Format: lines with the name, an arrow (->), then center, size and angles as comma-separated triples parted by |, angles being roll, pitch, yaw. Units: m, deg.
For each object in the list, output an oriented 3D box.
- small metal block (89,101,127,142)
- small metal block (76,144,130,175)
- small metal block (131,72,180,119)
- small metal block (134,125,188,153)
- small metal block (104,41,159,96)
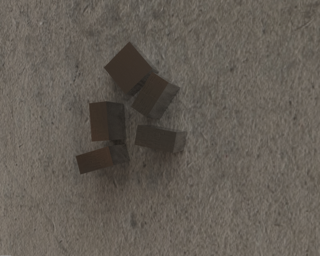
small metal block -> -0.070, -0.008, 0.419 | 0.025, 0.050, 0.050 | -5, 88, 20
small metal block -> -0.076, 0.042, 0.421 | 0.050, 0.050, 0.025 | -17, 85, 19
small metal block -> -0.004, -0.040, 0.396 | 0.025, 0.050, 0.050 | 36, 101, 16
small metal block -> 0.002, 0.013, 0.394 | 0.050, 0.050, 0.025 | 11, 94, 19
small metal block -> -0.039, -0.079, 0.422 | 0.050, 0.025, 0.050 | -42, 77, 15
